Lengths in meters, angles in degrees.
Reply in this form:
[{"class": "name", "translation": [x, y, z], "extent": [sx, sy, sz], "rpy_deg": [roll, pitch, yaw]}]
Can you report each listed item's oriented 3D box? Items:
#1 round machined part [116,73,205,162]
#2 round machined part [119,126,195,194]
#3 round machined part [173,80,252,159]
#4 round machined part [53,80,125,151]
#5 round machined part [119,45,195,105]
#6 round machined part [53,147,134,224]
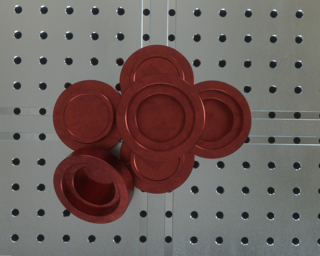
[{"class": "round machined part", "translation": [0.001, -0.012, 0.362], "extent": [0.099, 0.042, 0.097], "rpy_deg": [0, 90, 0]}, {"class": "round machined part", "translation": [-0.004, 0.038, 0.404], "extent": [0.099, 0.042, 0.097], "rpy_deg": [0, 90, 0]}, {"class": "round machined part", "translation": [0.065, -0.011, 0.405], "extent": [0.099, 0.042, 0.097], "rpy_deg": [0, 90, 0]}, {"class": "round machined part", "translation": [-0.091, -0.014, 0.404], "extent": [0.099, 0.042, 0.097], "rpy_deg": [0, 90, 0]}, {"class": "round machined part", "translation": [-0.004, -0.060, 0.405], "extent": [0.099, 0.042, 0.097], "rpy_deg": [0, 90, 0]}, {"class": "round machined part", "translation": [-0.079, 0.068, 0.391], "extent": [0.098, 0.042, 0.097], "rpy_deg": [5, 113, 13]}]
